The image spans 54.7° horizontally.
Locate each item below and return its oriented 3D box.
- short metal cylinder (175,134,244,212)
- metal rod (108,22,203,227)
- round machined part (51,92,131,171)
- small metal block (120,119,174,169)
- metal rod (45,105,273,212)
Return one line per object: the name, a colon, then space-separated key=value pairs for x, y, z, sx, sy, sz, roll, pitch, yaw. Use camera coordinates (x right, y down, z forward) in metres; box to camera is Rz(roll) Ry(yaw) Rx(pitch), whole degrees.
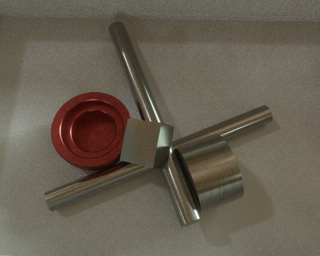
short metal cylinder: x=0.055 y=0.052 z=0.361 sx=0.050 sy=0.080 sz=0.080 roll=-19 pitch=71 yaw=-7
metal rod: x=-0.015 y=-0.024 z=0.398 sx=0.025 sy=0.025 sz=0.299 roll=-18 pitch=64 yaw=-7
round machined part: x=-0.083 y=0.007 z=0.396 sx=0.099 sy=0.042 sz=0.098 roll=0 pitch=70 yaw=-1
small metal block: x=-0.015 y=0.018 z=0.358 sx=0.050 sy=0.025 sz=0.050 roll=8 pitch=85 yaw=37
metal rod: x=0.005 y=0.035 z=0.395 sx=0.302 sy=0.025 sz=0.025 roll=-21 pitch=72 yaw=-8
